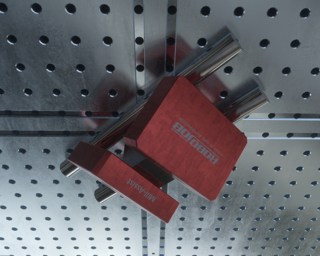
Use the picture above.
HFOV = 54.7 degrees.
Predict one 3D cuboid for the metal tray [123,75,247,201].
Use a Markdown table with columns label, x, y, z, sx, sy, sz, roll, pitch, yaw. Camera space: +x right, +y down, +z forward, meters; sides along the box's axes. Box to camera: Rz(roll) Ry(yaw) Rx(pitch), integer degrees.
| label | x | y | z | sx | sy | sz | roll | pitch | yaw |
| --- | --- | --- | --- | --- | --- | --- | --- | --- | --- |
| metal tray | 0.035 | 0.014 | 0.352 | 0.130 | 0.030 | 0.090 | 39 | 76 | -29 |

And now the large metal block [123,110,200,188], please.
| label | x | y | z | sx | sy | sz | roll | pitch | yaw |
| --- | --- | --- | --- | --- | --- | --- | --- | --- | --- |
| large metal block | 0.000 | 0.023 | 0.394 | 0.080 | 0.080 | 0.050 | -34 | 122 | 25 |

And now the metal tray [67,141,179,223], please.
| label | x | y | z | sx | sy | sz | roll | pitch | yaw |
| --- | --- | --- | --- | --- | --- | --- | --- | --- | --- |
| metal tray | -0.047 | 0.069 | 0.399 | 0.130 | 0.030 | 0.090 | 42 | 162 | -30 |

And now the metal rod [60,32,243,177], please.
| label | x | y | z | sx | sy | sz | roll | pitch | yaw |
| --- | --- | --- | --- | --- | --- | --- | --- | --- | --- |
| metal rod | -0.028 | -0.016 | 0.398 | 0.299 | 0.025 | 0.025 | -35 | 122 | 25 |

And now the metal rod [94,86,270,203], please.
| label | x | y | z | sx | sy | sz | roll | pitch | yaw |
| --- | --- | --- | --- | --- | --- | --- | --- | --- | --- |
| metal rod | 0.015 | 0.035 | 0.442 | 0.299 | 0.025 | 0.025 | -34 | 123 | 25 |
